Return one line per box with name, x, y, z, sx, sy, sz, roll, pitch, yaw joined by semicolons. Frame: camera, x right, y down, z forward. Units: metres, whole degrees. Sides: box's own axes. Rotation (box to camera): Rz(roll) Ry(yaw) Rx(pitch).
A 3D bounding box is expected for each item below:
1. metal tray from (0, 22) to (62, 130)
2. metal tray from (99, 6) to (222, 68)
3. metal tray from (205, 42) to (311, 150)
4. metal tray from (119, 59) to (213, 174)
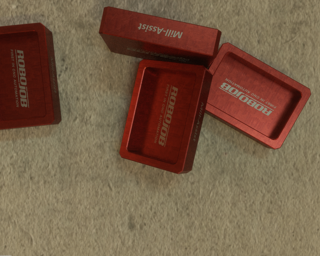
metal tray;-0.184;-0.065;0.404;0.091;0.030;0.129;-6;90;-1
metal tray;0.000;-0.104;0.377;0.131;0.090;0.030;12;90;-1
metal tray;0.117;-0.041;0.408;0.130;0.030;0.090;30;90;-1
metal tray;0.006;-0.016;0.388;0.090;0.030;0.129;13;90;27
